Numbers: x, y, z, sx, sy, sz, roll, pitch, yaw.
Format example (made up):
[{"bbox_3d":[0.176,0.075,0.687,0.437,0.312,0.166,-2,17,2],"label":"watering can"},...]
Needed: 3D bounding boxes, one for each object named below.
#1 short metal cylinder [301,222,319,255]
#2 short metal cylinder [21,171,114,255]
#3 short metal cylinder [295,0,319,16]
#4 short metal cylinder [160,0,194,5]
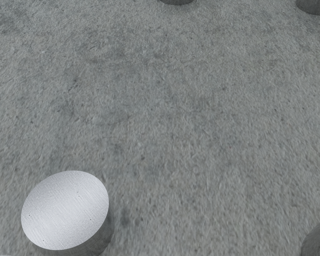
[{"bbox_3d":[0.182,0.120,0.288,0.081,0.050,0.080,0,50,0],"label":"short metal cylinder"},{"bbox_3d":[-0.089,0.090,0.310,0.081,0.050,0.080,0,50,0],"label":"short metal cylinder"},{"bbox_3d":[0.320,-0.267,0.616,0.081,0.050,0.080,0,50,0],"label":"short metal cylinder"},{"bbox_3d":[0.035,-0.296,0.636,0.081,0.050,0.080,0,50,0],"label":"short metal cylinder"}]
